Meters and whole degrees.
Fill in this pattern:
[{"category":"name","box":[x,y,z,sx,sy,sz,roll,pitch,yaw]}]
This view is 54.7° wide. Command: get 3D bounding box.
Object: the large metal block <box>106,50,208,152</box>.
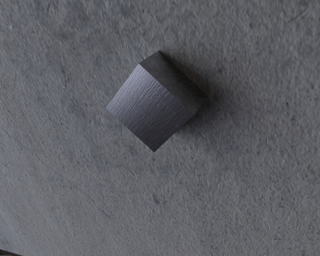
[{"category":"large metal block","box":[-0.004,-0.031,0.373,0.080,0.050,0.080,43,129,-2]}]
